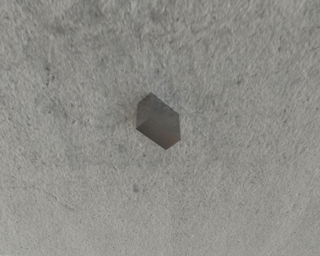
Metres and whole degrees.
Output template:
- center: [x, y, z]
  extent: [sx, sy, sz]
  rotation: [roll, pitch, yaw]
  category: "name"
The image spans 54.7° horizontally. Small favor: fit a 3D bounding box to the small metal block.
- center: [-0.002, -0.009, 0.384]
  extent: [0.050, 0.050, 0.025]
  rotation: [37, 121, -27]
  category: "small metal block"
